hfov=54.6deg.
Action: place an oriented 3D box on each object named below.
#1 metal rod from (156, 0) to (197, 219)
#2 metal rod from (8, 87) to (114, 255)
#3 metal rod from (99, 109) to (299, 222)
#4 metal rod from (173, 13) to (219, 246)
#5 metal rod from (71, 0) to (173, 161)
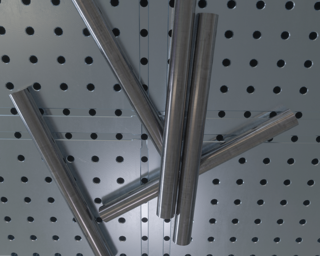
[{"bbox_3d":[0.020,-0.028,0.384,0.025,0.025,0.298,4,103,-2],"label":"metal rod"},{"bbox_3d":[-0.131,0.085,0.443,0.025,0.025,0.299,-18,109,6],"label":"metal rod"},{"bbox_3d":[0.046,0.057,0.434,0.300,0.025,0.025,-29,108,10],"label":"metal rod"},{"bbox_3d":[0.043,0.011,0.397,0.025,0.025,0.298,5,103,-2],"label":"metal rod"},{"bbox_3d":[-0.052,-0.082,0.382,0.025,0.025,0.299,-26,108,9],"label":"metal rod"}]
